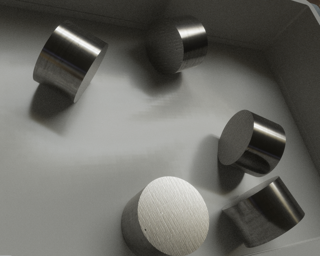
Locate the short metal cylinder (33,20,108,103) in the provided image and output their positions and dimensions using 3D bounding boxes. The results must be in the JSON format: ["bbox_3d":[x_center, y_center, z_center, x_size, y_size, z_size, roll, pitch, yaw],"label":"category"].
[{"bbox_3d":[-0.103,-0.076,0.362,0.050,0.080,0.080,30,52,-9],"label":"short metal cylinder"}]

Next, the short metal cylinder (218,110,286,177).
[{"bbox_3d":[0.123,0.021,0.423,0.050,0.080,0.080,22,54,-15],"label":"short metal cylinder"}]

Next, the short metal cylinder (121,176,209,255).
[{"bbox_3d":[0.005,0.098,0.332,0.081,0.050,0.080,14,56,-21],"label":"short metal cylinder"}]

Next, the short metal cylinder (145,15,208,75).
[{"bbox_3d":[0.023,-0.123,0.458,0.050,0.080,0.080,-24,75,-37],"label":"short metal cylinder"}]

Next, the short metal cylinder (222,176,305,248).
[{"bbox_3d":[0.124,0.100,0.376,0.081,0.080,0.050,-22,74,-36],"label":"short metal cylinder"}]
